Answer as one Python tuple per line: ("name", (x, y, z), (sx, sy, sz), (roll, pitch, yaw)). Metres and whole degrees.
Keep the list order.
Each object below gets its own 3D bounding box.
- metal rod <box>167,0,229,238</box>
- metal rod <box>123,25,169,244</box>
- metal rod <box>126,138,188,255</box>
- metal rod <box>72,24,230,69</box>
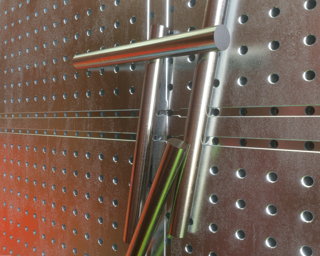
("metal rod", (0.045, -0.013, 0.373), (0.025, 0.025, 0.298), (15, 100, 39))
("metal rod", (-0.020, 0.013, 0.427), (0.025, 0.025, 0.298), (13, 98, 39))
("metal rod", (-0.025, 0.148, 0.413), (0.025, 0.025, 0.298), (35, 117, 34))
("metal rod", (-0.038, -0.099, 0.412), (0.300, 0.025, 0.025), (7, 95, 49))
